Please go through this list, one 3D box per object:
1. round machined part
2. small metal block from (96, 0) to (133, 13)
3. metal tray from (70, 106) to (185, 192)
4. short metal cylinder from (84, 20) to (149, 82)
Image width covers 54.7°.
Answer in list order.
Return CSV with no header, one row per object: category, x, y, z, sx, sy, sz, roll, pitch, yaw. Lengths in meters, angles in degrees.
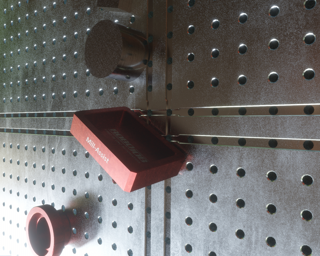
round machined part,-0.200,0.188,0.564,0.098,0.042,0.097,0,90,40
small metal block,-0.065,-0.203,0.463,0.050,0.025,0.050,21,103,38
metal tray,-0.043,0.020,0.400,0.130,0.091,0.030,40,123,33
short metal cylinder,-0.063,-0.109,0.445,0.080,0.050,0.079,0,90,40
